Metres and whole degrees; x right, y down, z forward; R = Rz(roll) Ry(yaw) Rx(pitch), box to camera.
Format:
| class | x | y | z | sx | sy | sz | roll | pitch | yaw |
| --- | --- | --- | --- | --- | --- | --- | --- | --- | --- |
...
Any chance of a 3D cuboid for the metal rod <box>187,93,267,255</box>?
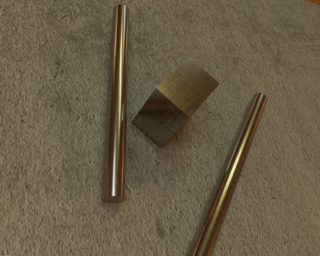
| class | x | y | z | sx | sy | sz | roll | pitch | yaw |
| --- | --- | --- | --- | --- | --- | --- | --- | --- | --- |
| metal rod | 0.104 | 0.049 | 0.429 | 0.025 | 0.025 | 0.301 | 37 | 51 | -4 |

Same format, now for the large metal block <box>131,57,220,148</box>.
| class | x | y | z | sx | sy | sz | roll | pitch | yaw |
| --- | --- | --- | --- | --- | --- | --- | --- | --- | --- |
| large metal block | 0.019 | -0.032 | 0.398 | 0.050 | 0.080 | 0.080 | 43 | 51 | 1 |

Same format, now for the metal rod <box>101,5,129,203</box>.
| class | x | y | z | sx | sy | sz | roll | pitch | yaw |
| --- | --- | --- | --- | --- | --- | --- | --- | --- | --- |
| metal rod | -0.055 | -0.053 | 0.405 | 0.025 | 0.025 | 0.299 | 12 | 57 | -22 |
